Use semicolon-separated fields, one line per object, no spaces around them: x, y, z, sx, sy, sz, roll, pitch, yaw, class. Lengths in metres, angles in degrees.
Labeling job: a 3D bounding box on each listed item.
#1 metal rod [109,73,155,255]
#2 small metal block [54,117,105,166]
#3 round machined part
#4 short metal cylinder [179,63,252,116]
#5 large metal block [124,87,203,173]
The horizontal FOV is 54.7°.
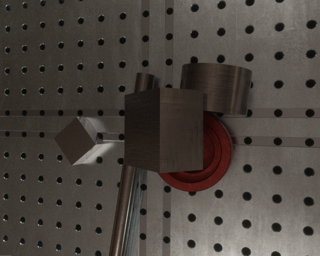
-0.042;0.075;0.426;0.025;0.025;0.298;10;93;19;metal rod
-0.118;0.019;0.453;0.050;0.025;0.050;-40;78;15;small metal block
0.042;0.027;0.388;0.098;0.042;0.097;0;90;19;round machined part
0.063;-0.043;0.361;0.080;0.080;0.050;7;93;19;short metal cylinder
0.001;0.002;0.333;0.080;0.050;0.079;0;90;59;large metal block
